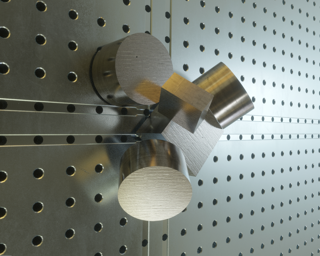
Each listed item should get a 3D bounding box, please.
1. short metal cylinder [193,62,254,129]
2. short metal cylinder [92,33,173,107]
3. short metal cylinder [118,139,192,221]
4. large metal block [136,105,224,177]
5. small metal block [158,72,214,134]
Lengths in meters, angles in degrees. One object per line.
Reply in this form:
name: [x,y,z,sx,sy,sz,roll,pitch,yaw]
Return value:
short metal cylinder: [0.086,-0.045,0.432,0.050,0.080,0.080,-35,118,8]
short metal cylinder: [-0.031,-0.066,0.363,0.081,0.050,0.079,0,90,-40]
short metal cylinder: [-0.007,0.060,0.356,0.081,0.050,0.079,-2,121,-4]
large metal block: [0.029,0.005,0.410,0.080,0.050,0.080,52,60,-28]
small metal block: [0.027,-0.027,0.347,0.050,0.050,0.025,33,64,12]
